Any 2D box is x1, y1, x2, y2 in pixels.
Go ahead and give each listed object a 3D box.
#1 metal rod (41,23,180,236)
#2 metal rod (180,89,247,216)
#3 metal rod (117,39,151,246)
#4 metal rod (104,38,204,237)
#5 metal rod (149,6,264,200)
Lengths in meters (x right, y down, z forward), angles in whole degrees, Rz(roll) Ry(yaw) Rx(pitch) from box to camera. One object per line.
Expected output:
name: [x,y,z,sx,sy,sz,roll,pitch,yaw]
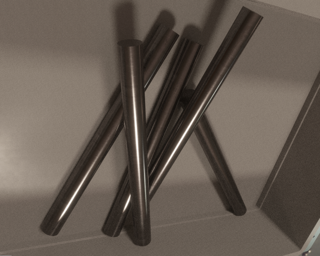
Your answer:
metal rod: [-0.067,0.012,0.380,0.025,0.025,0.299,23,106,-37]
metal rod: [0.094,0.057,0.497,0.025,0.025,0.299,-35,129,-5]
metal rod: [-0.028,0.041,0.386,0.025,0.025,0.298,-15,125,-21]
metal rod: [-0.015,0.026,0.417,0.025,0.025,0.298,11,113,-33]
metal rod: [0.035,-0.007,0.396,0.025,0.025,0.298,10,122,-33]
